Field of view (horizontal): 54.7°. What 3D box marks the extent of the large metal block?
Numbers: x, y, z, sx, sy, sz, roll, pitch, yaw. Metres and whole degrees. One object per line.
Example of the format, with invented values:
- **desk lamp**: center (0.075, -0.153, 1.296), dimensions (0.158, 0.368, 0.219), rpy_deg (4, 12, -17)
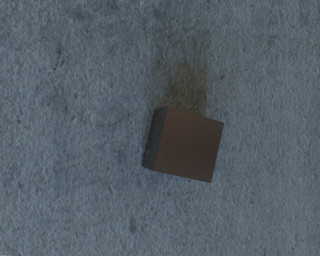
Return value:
- **large metal block**: center (0.029, 0.022, 0.408), dimensions (0.081, 0.050, 0.080), rpy_deg (15, 85, -20)
